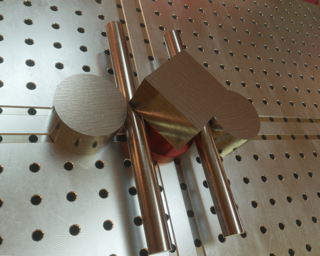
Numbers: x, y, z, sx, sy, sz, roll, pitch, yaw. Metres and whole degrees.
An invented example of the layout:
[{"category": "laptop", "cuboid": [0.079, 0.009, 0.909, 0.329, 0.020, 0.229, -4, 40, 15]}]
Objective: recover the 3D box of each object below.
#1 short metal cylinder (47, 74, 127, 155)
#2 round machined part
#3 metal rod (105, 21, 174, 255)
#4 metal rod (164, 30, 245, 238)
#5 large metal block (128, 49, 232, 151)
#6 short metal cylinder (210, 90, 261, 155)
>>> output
[{"category": "short metal cylinder", "cuboid": [-0.084, -0.015, 0.356, 0.081, 0.050, 0.080, 14, 56, -21]}, {"category": "round machined part", "cuboid": [0.003, -0.007, 0.404, 0.099, 0.042, 0.098, 14, 56, -21]}, {"category": "metal rod", "cuboid": [-0.031, -0.009, 0.369, 0.025, 0.025, 0.299, 0, 62, -28]}, {"category": "metal rod", "cuboid": [0.051, -0.010, 0.415, 0.025, 0.025, 0.299, 0, 62, -28]}, {"category": "large metal block", "cuboid": [0.025, -0.035, 0.366, 0.080, 0.050, 0.080, 44, 51, 2]}, {"category": "short metal cylinder", "cuboid": [0.096, -0.008, 0.448, 0.081, 0.050, 0.080, 14, 56, -21]}]
